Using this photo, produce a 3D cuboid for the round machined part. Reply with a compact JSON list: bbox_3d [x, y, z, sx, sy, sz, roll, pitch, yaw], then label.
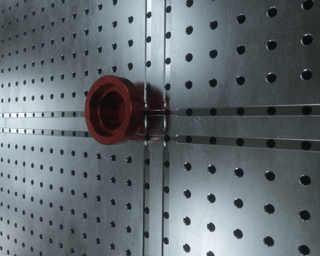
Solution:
[{"bbox_3d":[-0.062,-0.025,0.447,0.098,0.042,0.097,0,90,39],"label":"round machined part"}]
